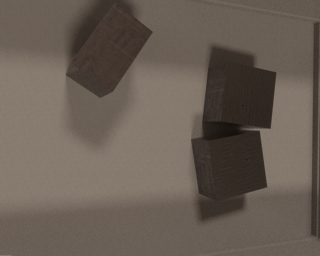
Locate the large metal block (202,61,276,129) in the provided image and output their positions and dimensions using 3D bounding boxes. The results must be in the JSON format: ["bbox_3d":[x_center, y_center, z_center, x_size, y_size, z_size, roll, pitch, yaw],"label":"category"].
[{"bbox_3d":[0.112,-0.043,0.440,0.081,0.050,0.080,7,88,-20],"label":"large metal block"}]

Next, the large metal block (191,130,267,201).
[{"bbox_3d":[0.096,0.049,0.434,0.081,0.050,0.079,-10,94,-20],"label":"large metal block"}]

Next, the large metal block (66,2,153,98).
[{"bbox_3d":[-0.062,-0.085,0.359,0.050,0.080,0.080,35,79,-17],"label":"large metal block"}]
